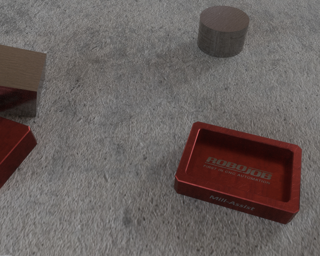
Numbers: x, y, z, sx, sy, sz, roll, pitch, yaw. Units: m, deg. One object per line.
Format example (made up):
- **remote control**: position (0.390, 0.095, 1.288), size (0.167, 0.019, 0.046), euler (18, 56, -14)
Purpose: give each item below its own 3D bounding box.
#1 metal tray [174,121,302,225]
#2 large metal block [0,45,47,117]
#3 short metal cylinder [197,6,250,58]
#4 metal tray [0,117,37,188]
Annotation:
- **metal tray**: position (0.091, 0.047, 0.360), size (0.131, 0.030, 0.090), euler (14, 51, 11)
- **large metal block**: position (-0.206, -0.067, 0.427), size (0.081, 0.050, 0.080), euler (8, 48, -17)
- **short metal cylinder**: position (0.106, -0.164, 0.525), size (0.081, 0.050, 0.080), euler (0, 50, 0)
- **metal tray**: position (-0.234, 0.022, 0.380), size (0.130, 0.030, 0.090), euler (17, 52, 13)
